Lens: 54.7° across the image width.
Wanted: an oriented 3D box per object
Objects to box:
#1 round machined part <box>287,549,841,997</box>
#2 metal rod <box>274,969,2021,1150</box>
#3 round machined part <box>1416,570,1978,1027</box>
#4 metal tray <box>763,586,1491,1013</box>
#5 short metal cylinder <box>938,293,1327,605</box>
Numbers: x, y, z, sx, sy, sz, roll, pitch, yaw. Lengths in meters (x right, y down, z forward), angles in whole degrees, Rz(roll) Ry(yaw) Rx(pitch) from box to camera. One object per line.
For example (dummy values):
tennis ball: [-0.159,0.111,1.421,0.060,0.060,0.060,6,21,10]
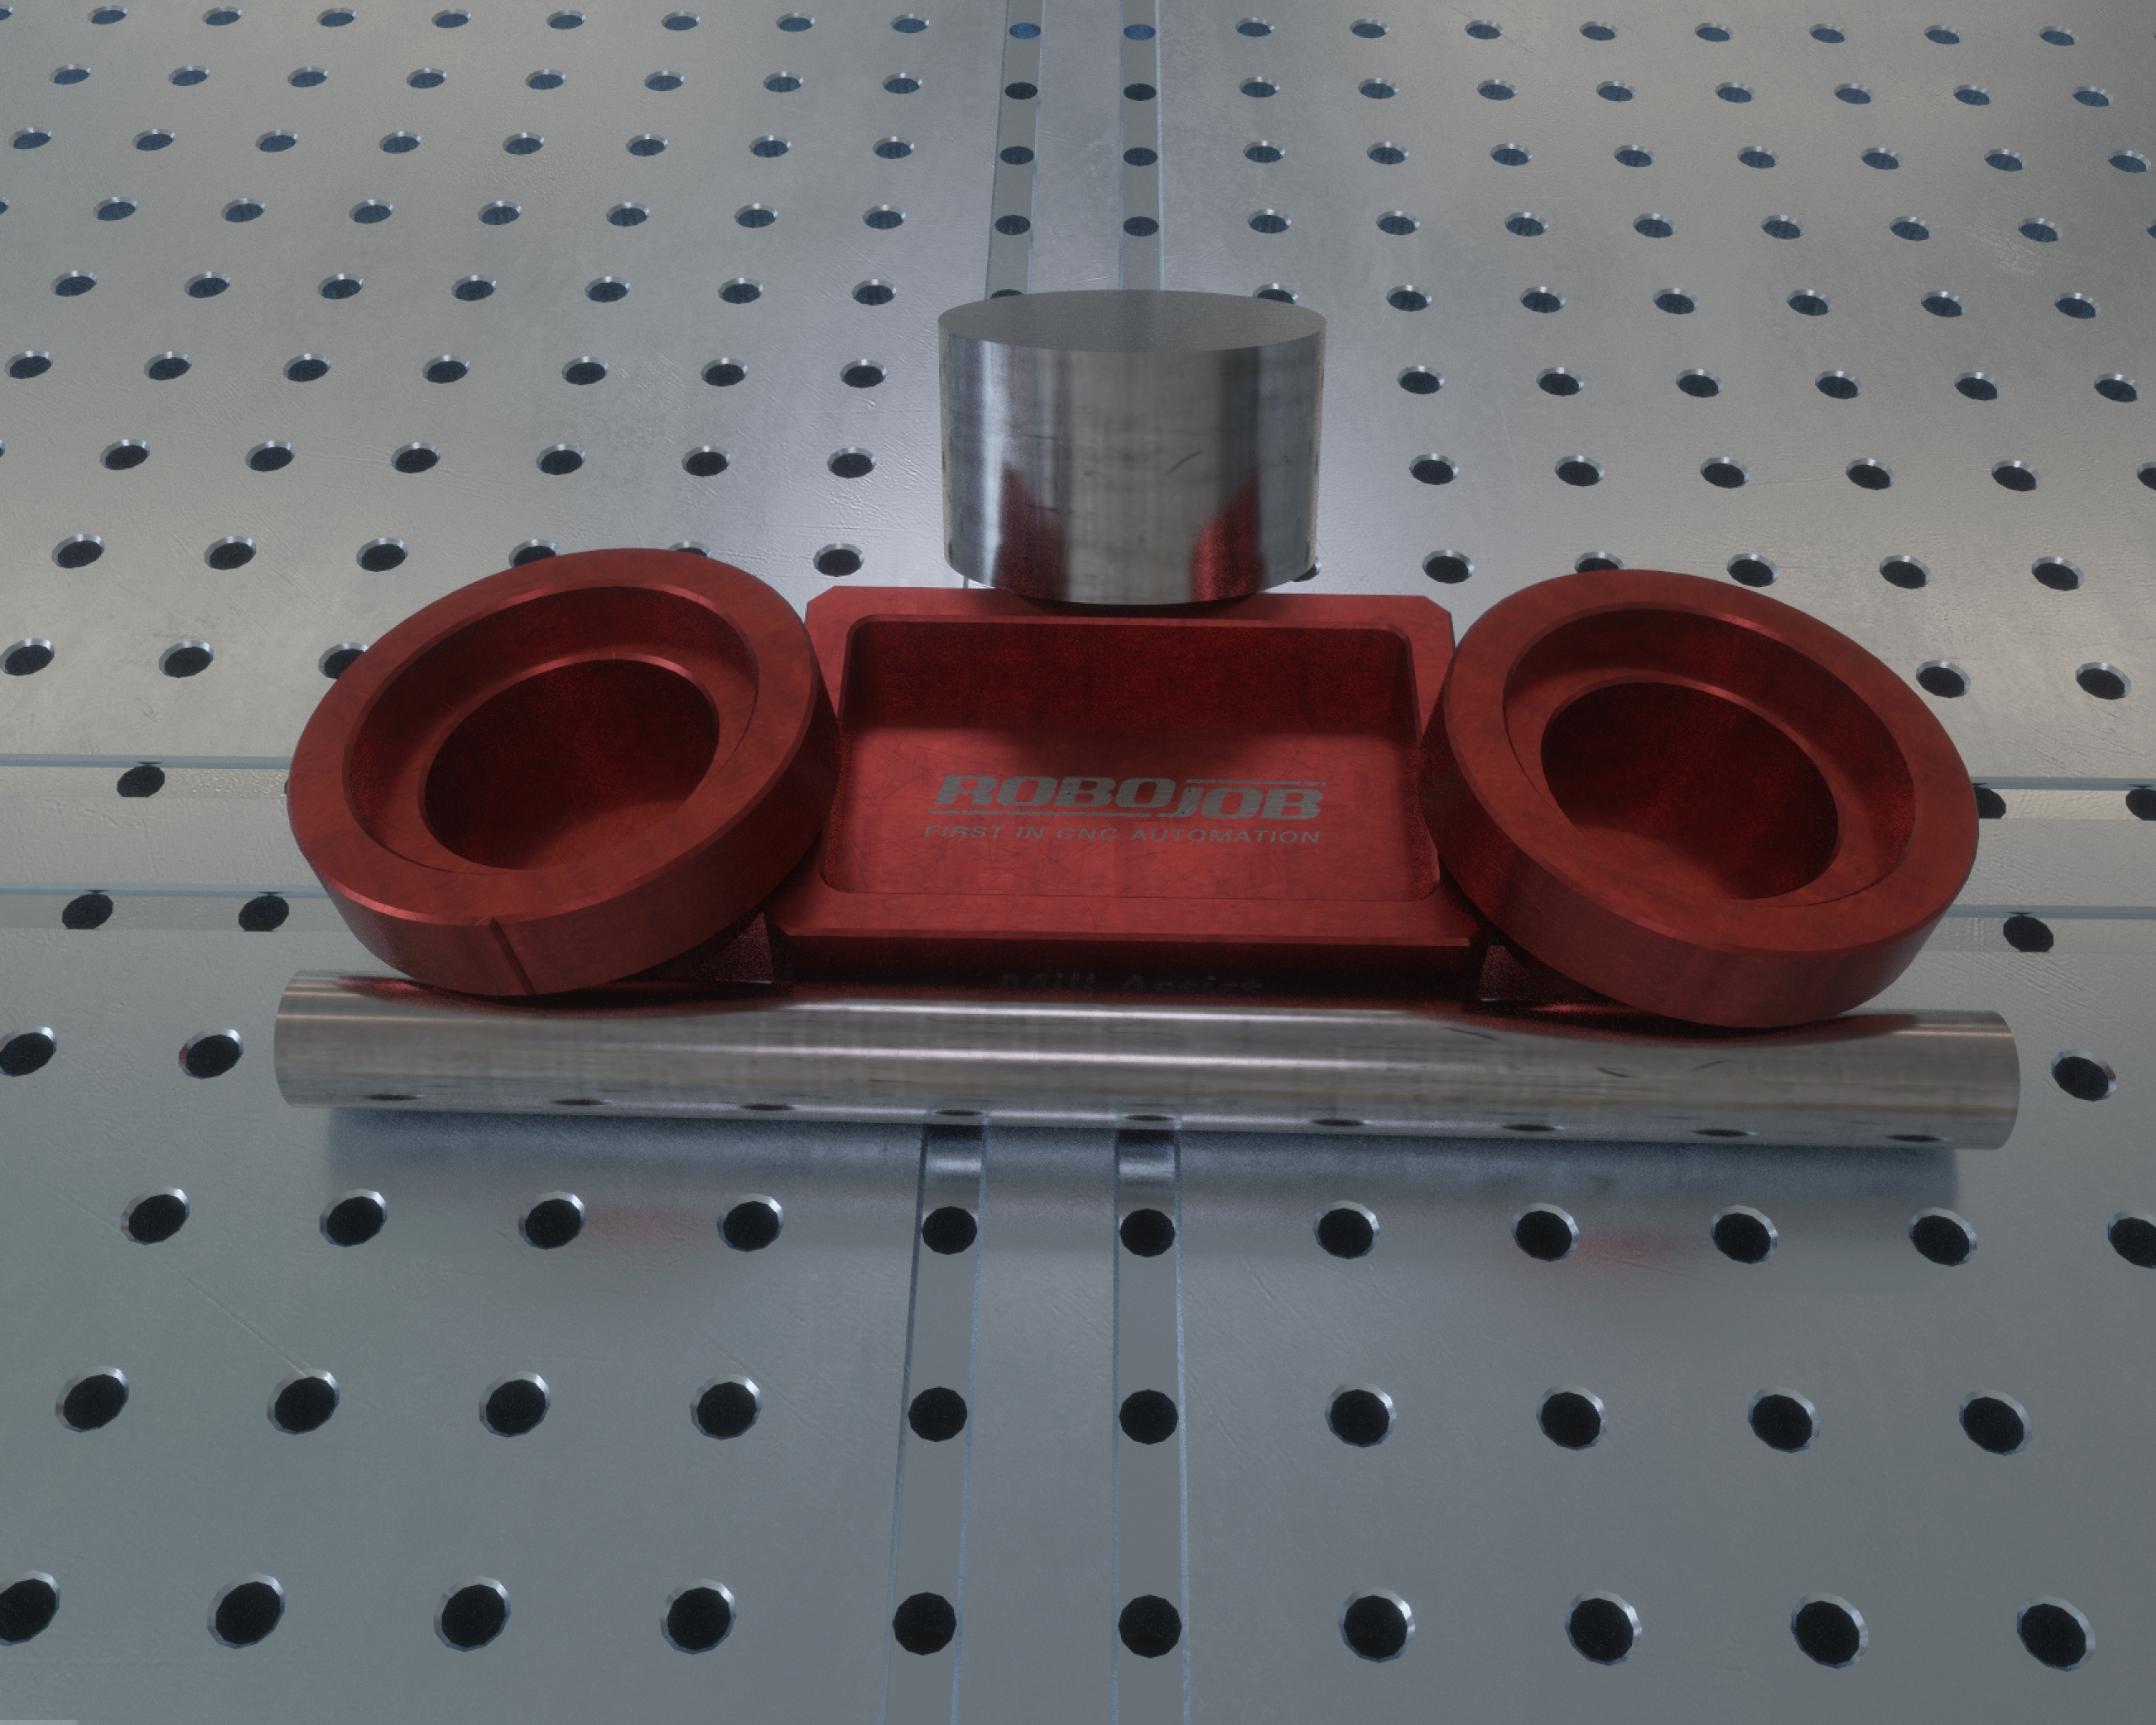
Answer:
round machined part: [-0.093,-0.012,0.395,0.099,0.042,0.098,-5,47,6]
metal rod: [0.011,0.035,0.373,0.302,0.025,0.025,1,50,1]
round machined part: [0.112,-0.008,0.392,0.099,0.042,0.098,5,48,-6]
metal tray: [0.010,-0.012,0.409,0.131,0.030,0.090,1,51,0]
short metal cylinder: [0.011,-0.090,0.443,0.081,0.050,0.080,0,24,0]
